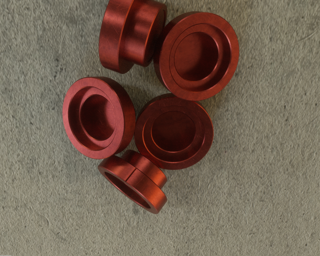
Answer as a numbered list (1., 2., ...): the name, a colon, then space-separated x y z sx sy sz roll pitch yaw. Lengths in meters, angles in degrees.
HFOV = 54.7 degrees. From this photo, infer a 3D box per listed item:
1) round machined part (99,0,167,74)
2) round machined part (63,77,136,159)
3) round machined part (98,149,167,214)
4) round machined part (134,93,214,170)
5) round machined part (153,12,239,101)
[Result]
1. round machined part: -0.024 -0.103 0.329 0.042 0.098 0.097 21 109 6
2. round machined part: -0.069 -0.014 0.379 0.098 0.042 0.097 7 103 31
3. round machined part: -0.030 0.065 0.405 0.098 0.098 0.042 44 68 -15
4. round machined part: 0.017 0.001 0.401 0.099 0.042 0.097 0 110 0
5. round machined part: 0.038 -0.084 0.359 0.099 0.042 0.097 -9 116 -19
